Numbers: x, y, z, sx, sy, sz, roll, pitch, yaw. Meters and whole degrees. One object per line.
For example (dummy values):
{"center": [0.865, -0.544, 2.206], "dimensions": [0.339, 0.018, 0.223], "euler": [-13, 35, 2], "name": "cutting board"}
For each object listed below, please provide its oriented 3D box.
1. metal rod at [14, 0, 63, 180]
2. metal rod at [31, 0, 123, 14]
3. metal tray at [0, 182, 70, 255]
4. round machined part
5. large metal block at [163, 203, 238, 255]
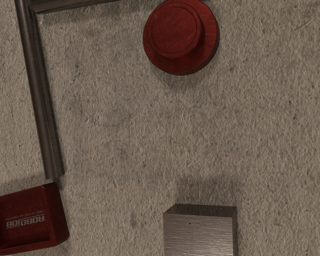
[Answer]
{"center": [-0.187, -0.071, 0.473], "dimensions": [0.025, 0.025, 0.298], "euler": [-13, 86, 19], "name": "metal rod"}
{"center": [-0.045, -0.190, 0.423], "dimensions": [0.301, 0.025, 0.025], "euler": [-1, 90, 19], "name": "metal rod"}
{"center": [-0.211, 0.142, 0.478], "dimensions": [0.130, 0.030, 0.090], "euler": [-17, 85, 18], "name": "metal tray"}
{"center": [0.023, -0.118, 0.391], "dimensions": [0.098, 0.042, 0.097], "euler": [0, 90, 19], "name": "round machined part"}
{"center": [0.051, 0.140, 0.377], "dimensions": [0.080, 0.050, 0.079], "euler": [-2, 89, 19], "name": "large metal block"}
